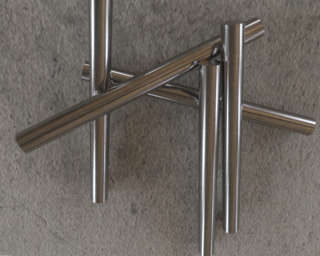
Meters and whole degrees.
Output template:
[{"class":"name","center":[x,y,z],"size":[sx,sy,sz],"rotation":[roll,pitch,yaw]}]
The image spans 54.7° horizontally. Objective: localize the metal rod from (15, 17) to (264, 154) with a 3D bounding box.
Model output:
[{"class":"metal rod","center":[-0.017,-0.051,0.353],"size":[0.301,0.025,0.025],"rotation":[-27,109,-6]}]

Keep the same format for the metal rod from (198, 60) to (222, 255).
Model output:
[{"class":"metal rod","center":[0.064,0.059,0.411],"size":[0.025,0.025,0.298],"rotation":[-3,118,1]}]

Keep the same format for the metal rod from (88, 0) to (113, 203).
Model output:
[{"class":"metal rod","center":[-0.073,-0.030,0.374],"size":[0.025,0.025,0.298],"rotation":[5,119,-2]}]

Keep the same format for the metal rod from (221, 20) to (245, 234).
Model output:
[{"class":"metal rod","center":[0.092,0.019,0.396],"size":[0.025,0.025,0.298],"rotation":[-6,118,2]}]

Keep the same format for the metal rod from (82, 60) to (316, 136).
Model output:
[{"class":"metal rod","center":[0.053,-0.036,0.397],"size":[0.302,0.025,0.025],"rotation":[13,110,-6]}]
